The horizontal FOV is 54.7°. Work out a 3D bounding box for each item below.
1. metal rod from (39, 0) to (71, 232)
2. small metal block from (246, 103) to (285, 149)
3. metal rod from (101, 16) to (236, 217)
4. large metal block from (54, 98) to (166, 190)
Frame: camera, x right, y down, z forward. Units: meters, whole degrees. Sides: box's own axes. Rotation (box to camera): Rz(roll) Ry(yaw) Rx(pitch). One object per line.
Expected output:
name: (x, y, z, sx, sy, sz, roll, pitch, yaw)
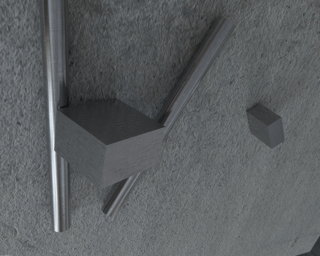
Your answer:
metal rod: (-0.114, 0.000, 0.345, 0.025, 0.025, 0.298, -7, 122, -26)
small metal block: (0.163, -0.004, 0.480, 0.025, 0.050, 0.050, -32, 129, -8)
metal rod: (0.004, -0.005, 0.407, 0.025, 0.025, 0.299, 22, 107, -37)
large metal block: (-0.055, 0.012, 0.334, 0.081, 0.080, 0.050, -17, 129, -47)
